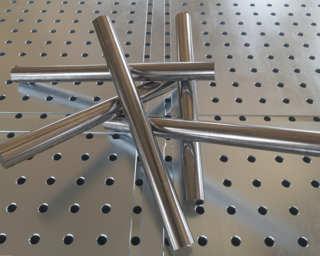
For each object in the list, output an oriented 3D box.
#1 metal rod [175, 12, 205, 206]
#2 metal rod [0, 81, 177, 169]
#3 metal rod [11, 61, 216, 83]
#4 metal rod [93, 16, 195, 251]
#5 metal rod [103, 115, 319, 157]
[{"bbox_3d":[0.037,-0.046,0.417,0.025,0.025,0.299,0,59,0],"label":"metal rod"},{"bbox_3d":[-0.052,-0.030,0.394,0.025,0.025,0.302,38,48,27],"label":"metal rod"},{"bbox_3d":[-0.074,-0.077,0.434,0.301,0.025,0.025,2,49,16],"label":"metal rod"},{"bbox_3d":[-0.027,-0.011,0.363,0.025,0.025,0.299,-16,69,-13],"label":"metal rod"},{"bbox_3d":[0.061,0.005,0.341,0.300,0.025,0.025,6,47,30],"label":"metal rod"}]
